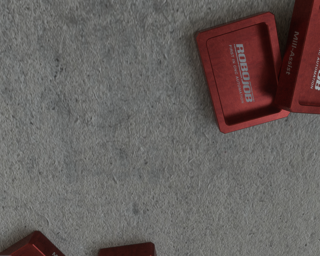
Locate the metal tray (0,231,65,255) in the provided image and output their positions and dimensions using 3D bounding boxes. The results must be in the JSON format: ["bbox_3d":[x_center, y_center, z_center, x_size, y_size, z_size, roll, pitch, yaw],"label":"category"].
[{"bbox_3d":[-0.188,0.234,0.491,0.090,0.030,0.130,-33,107,11],"label":"metal tray"}]

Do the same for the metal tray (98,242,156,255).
[{"bbox_3d":[-0.043,0.250,0.498,0.090,0.030,0.129,-9,110,3],"label":"metal tray"}]

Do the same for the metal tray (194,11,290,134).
[{"bbox_3d":[0.102,-0.066,0.383,0.090,0.030,0.129,-16,110,5],"label":"metal tray"}]

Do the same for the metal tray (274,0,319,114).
[{"bbox_3d":[0.191,-0.082,0.359,0.091,0.030,0.129,3,104,-17],"label":"metal tray"}]
